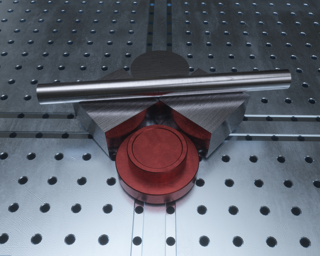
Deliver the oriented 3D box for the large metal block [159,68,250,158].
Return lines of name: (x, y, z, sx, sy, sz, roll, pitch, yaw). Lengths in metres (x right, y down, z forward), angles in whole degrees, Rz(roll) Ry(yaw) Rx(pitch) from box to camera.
large metal block: (0.055, -0.022, 0.402, 0.080, 0.050, 0.080, 35, 59, 25)

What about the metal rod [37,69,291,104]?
metal rod: (0.007, -0.051, 0.378, 0.302, 0.025, 0.025, -4, 50, -3)

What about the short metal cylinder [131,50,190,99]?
short metal cylinder: (0.000, -0.066, 0.442, 0.081, 0.050, 0.080, 0, 50, 0)

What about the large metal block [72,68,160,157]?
large metal block: (-0.058, -0.023, 0.405, 0.081, 0.050, 0.080, -32, 59, -25)

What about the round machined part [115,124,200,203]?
round machined part: (-0.003, 0.034, 0.362, 0.099, 0.042, 0.098, 0, 50, 0)
